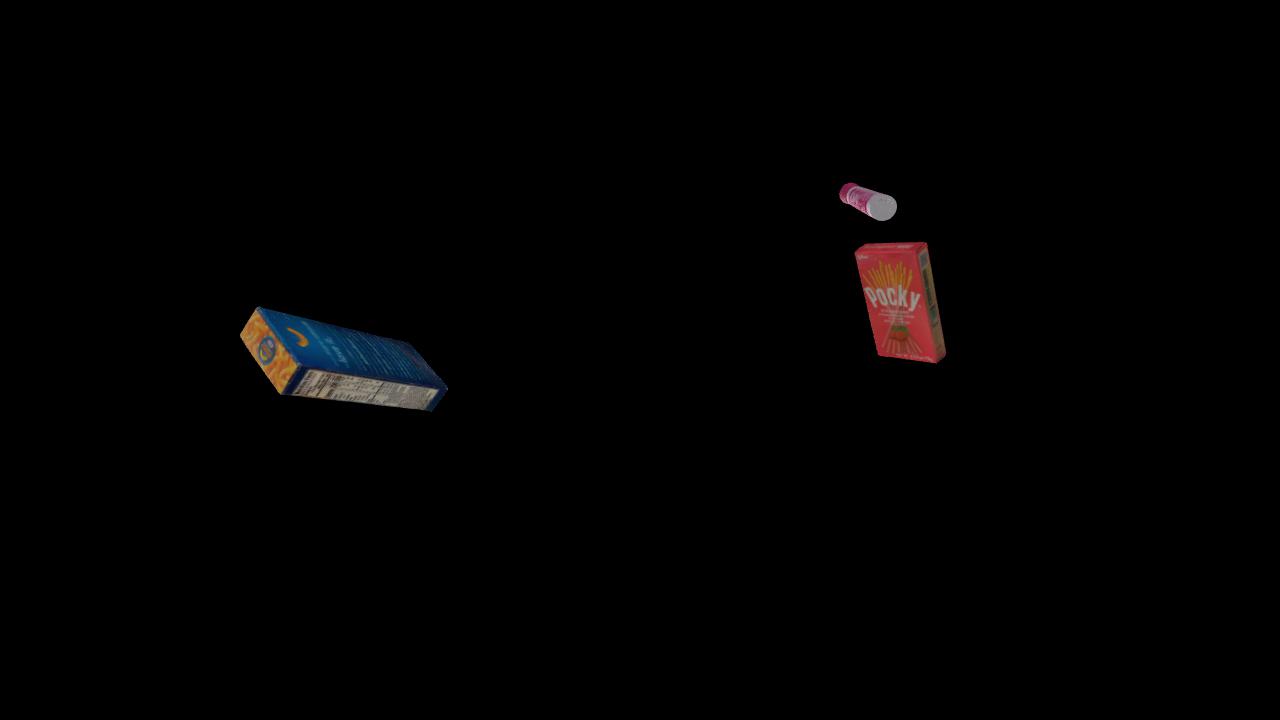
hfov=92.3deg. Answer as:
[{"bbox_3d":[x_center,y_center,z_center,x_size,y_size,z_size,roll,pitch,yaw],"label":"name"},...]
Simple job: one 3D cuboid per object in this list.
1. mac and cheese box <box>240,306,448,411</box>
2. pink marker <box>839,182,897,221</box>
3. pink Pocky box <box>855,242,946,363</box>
[{"bbox_3d":[-0.293,0.005,0.630,0.093,0.041,0.184,43,10,26],"label":"mac and cheese box"},{"bbox_3d":[0.184,-0.131,0.503,0.020,0.020,0.121,0,20,7],"label":"pink marker"},{"bbox_3d":[0.326,-0.071,0.770,0.029,0.155,0.084,-34,26,-28],"label":"pink Pocky box"}]
